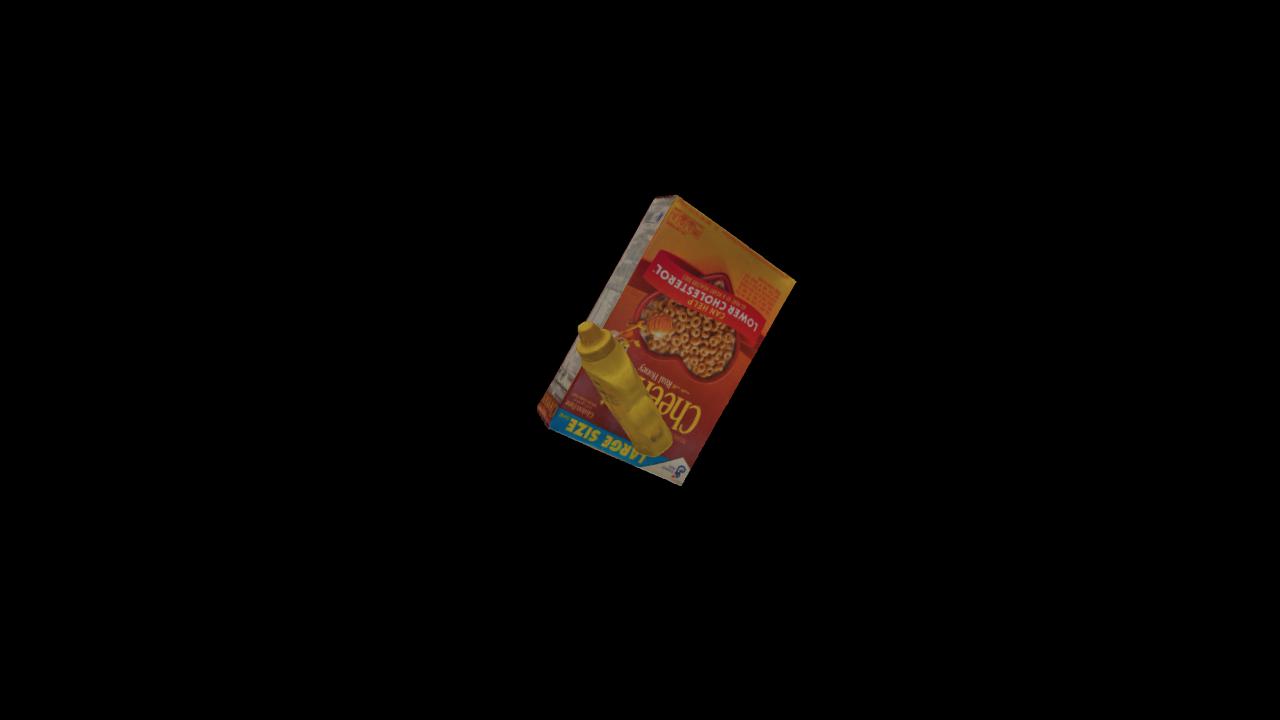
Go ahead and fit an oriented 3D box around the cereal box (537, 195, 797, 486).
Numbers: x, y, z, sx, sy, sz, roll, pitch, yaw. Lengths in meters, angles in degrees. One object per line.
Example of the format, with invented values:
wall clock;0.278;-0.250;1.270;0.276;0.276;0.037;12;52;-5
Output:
cereal box;0.035;-0.018;0.762;0.203;0.306;0.081;29;0;-26

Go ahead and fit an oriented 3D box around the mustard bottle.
mustard bottle;-0.026;0.028;0.709;0.054;0.184;0.092;-34;36;-8
